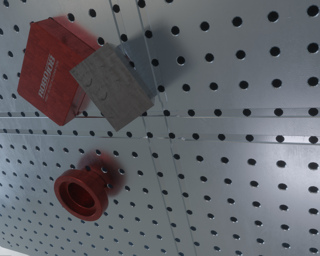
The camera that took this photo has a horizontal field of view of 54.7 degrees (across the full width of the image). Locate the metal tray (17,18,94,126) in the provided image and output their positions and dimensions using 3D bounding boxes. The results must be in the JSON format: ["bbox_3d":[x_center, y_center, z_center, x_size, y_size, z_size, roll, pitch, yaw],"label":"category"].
[{"bbox_3d":[-0.149,-0.075,0.440,0.090,0.030,0.129,37,129,3],"label":"metal tray"}]

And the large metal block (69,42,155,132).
[{"bbox_3d":[-0.050,-0.050,0.362,0.050,0.080,0.080,-35,100,7],"label":"large metal block"}]

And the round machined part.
[{"bbox_3d":[-0.131,0.110,0.538,0.098,0.042,0.097,13,124,21],"label":"round machined part"}]
